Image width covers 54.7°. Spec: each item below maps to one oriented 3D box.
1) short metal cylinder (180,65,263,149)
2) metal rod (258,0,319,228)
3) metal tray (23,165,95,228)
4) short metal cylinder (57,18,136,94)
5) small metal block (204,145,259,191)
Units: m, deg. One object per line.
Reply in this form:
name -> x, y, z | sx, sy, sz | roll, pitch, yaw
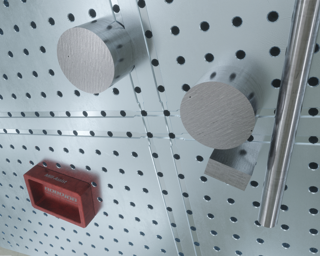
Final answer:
short metal cylinder -> 0.069, -0.023, 0.344 | 0.080, 0.050, 0.079 | 13, 124, 21
metal rod -> 0.137, -0.005, 0.335 | 0.025, 0.025, 0.298 | 11, 123, 22
metal tray -> -0.191, 0.130, 0.588 | 0.130, 0.030, 0.089 | 14, 124, 20
short metal cylinder -> -0.077, -0.089, 0.381 | 0.080, 0.050, 0.079 | 13, 124, 21
small metal block -> 0.087, 0.042, 0.375 | 0.050, 0.050, 0.025 | 23, 127, 14
